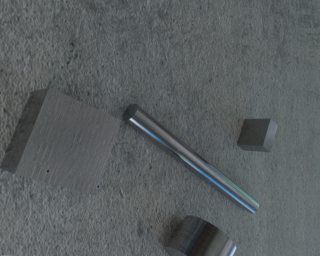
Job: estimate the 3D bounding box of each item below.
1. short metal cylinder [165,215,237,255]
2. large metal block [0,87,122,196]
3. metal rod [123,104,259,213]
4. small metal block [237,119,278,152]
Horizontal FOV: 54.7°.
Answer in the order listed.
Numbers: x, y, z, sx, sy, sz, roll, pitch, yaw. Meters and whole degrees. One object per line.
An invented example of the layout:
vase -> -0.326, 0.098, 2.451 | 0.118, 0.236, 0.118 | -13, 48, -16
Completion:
short metal cylinder -> 0.054, 0.163, 0.414 | 0.050, 0.080, 0.080 | -50, 120, -28
large metal block -> -0.096, 0.015, 0.308 | 0.080, 0.050, 0.080 | 27, 73, -37
metal rod -> 0.062, 0.059, 0.456 | 0.301, 0.025, 0.025 | 38, 67, -33
small metal block -> 0.165, 0.012, 0.527 | 0.025, 0.050, 0.050 | 34, 69, -35
